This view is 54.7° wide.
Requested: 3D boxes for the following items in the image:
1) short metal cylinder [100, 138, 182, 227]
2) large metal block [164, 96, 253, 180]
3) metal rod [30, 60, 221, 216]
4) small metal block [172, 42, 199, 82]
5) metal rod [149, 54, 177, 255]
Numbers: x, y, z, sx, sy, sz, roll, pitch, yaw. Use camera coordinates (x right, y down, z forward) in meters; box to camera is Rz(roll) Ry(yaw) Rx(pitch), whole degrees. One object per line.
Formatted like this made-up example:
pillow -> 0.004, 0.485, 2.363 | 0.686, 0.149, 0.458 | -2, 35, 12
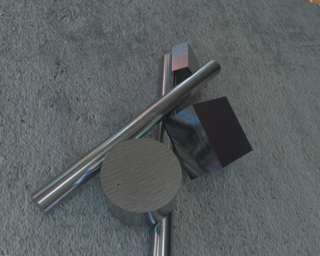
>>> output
short metal cylinder -> -0.020, 0.057, 0.327 | 0.081, 0.050, 0.080 | 2, 57, -3
large metal block -> 0.063, 0.011, 0.398 | 0.081, 0.050, 0.080 | -17, 80, -48
metal rod -> -0.019, -0.007, 0.377 | 0.025, 0.025, 0.302 | 47, 58, 5
small metal block -> 0.040, -0.092, 0.466 | 0.050, 0.025, 0.050 | 49, 35, -49
metal rod -> 0.007, 0.022, 0.395 | 0.025, 0.025, 0.300 | 16, 55, -19
